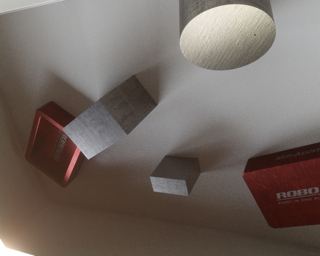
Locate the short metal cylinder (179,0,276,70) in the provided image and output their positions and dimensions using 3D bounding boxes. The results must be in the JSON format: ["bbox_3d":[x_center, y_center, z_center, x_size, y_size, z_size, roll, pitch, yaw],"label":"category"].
[{"bbox_3d":[0.058,-0.096,0.277,0.081,0.050,0.080,1,153,1],"label":"short metal cylinder"}]

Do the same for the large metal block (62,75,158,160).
[{"bbox_3d":[-0.062,-0.014,0.395,0.080,0.080,0.050,-30,102,37],"label":"large metal block"}]

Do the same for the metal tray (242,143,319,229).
[{"bbox_3d":[0.174,0.066,0.355,0.130,0.030,0.090,-20,108,35],"label":"metal tray"}]

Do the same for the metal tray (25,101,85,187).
[{"bbox_3d":[-0.168,0.031,0.510,0.090,0.030,0.129,36,129,4],"label":"metal tray"}]

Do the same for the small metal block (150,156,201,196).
[{"bbox_3d":[0.022,0.063,0.419,0.050,0.050,0.025,2,119,27],"label":"small metal block"}]
